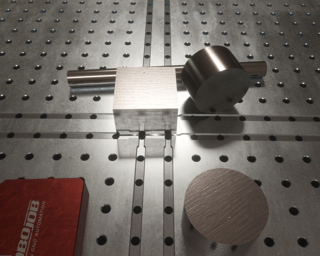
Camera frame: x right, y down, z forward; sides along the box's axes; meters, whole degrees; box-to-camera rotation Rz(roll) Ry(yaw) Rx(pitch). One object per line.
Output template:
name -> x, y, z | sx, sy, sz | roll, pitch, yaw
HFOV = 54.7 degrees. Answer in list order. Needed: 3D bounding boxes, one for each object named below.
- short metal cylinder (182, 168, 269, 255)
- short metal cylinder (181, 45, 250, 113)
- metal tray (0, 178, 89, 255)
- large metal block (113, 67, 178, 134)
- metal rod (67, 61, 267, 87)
short metal cylinder -> 0.064, 0.089, 0.318 | 0.081, 0.050, 0.080 | 0, 50, 0
short metal cylinder -> 0.076, -0.066, 0.428 | 0.081, 0.080, 0.050 | -14, 52, -12
metal tray -> -0.125, 0.114, 0.307 | 0.091, 0.030, 0.130 | -1, 50, -2
large metal block -> -0.019, -0.038, 0.423 | 0.081, 0.050, 0.080 | -1, 50, -1
metal rod -> 0.013, -0.084, 0.477 | 0.302, 0.025, 0.025 | -4, 50, -4
